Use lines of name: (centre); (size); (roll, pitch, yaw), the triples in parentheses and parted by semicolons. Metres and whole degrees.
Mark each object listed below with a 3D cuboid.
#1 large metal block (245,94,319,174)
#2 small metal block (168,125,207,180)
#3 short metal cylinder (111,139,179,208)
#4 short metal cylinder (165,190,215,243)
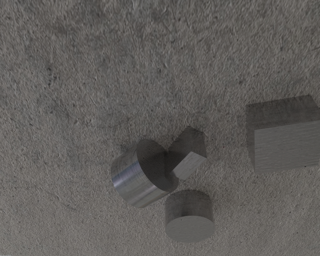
large metal block: (0.158, 0.010, 0.401); (0.080, 0.050, 0.080); (-9, 130, 7)
small metal block: (0.036, 0.034, 0.420); (0.025, 0.050, 0.050); (26, 126, -20)
short metal cylinder: (-0.020, 0.062, 0.423); (0.050, 0.080, 0.080); (-37, 121, 27)
short metal cylinder: (0.049, 0.148, 0.517); (0.081, 0.050, 0.079); (0, 130, 0)
